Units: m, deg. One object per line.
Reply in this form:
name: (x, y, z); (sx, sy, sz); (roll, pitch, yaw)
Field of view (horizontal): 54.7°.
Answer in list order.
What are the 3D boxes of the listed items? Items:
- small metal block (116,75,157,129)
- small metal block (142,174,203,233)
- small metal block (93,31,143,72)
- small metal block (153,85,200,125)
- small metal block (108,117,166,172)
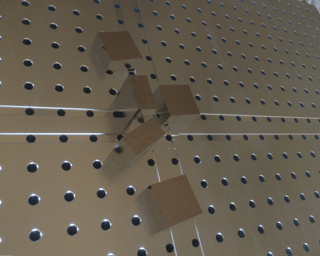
small metal block: (-0.032, -0.033, 0.396); (0.025, 0.050, 0.050); (-3, 63, -30)
small metal block: (0.014, 0.087, 0.364); (0.050, 0.025, 0.050); (-11, 68, -33)
small metal block: (-0.061, -0.110, 0.444); (0.050, 0.025, 0.050); (-15, 70, -35)
small metal block: (0.023, -0.034, 0.443); (0.050, 0.025, 0.050); (-5, 64, -31)
small metal block: (-0.028, 0.020, 0.366); (0.025, 0.050, 0.050); (49, 51, 6)
